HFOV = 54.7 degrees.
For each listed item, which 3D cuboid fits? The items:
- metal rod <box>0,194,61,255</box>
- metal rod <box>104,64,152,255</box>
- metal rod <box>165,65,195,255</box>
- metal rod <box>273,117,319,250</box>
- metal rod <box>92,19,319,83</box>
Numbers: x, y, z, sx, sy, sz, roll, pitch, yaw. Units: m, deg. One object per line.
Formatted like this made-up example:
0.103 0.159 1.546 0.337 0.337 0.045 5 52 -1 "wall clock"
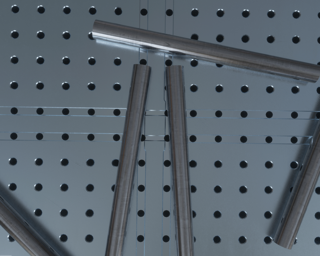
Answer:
-0.167 0.154 0.411 0.025 0.025 0.300 -44 91 0 "metal rod"
-0.045 0.065 0.412 0.025 0.025 0.298 9 90 -1 "metal rod"
0.028 0.068 0.413 0.025 0.025 0.298 -3 90 -1 "metal rod"
0.218 0.017 0.416 0.025 0.025 0.299 21 90 -1 "metal rod"
0.062 -0.102 0.414 0.302 0.025 0.025 11 90 -1 "metal rod"
